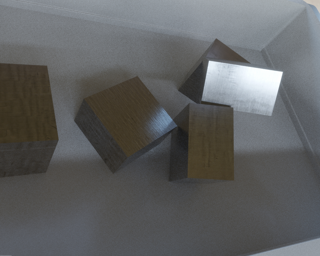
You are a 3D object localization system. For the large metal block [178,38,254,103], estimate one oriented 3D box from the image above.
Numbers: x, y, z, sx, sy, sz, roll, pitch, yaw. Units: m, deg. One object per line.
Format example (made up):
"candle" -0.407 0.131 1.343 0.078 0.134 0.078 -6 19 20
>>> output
"large metal block" 0.087 -0.071 0.463 0.080 0.080 0.050 34 51 -6

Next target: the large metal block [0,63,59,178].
"large metal block" -0.137 -0.005 0.300 0.050 0.080 0.080 -3 63 -30

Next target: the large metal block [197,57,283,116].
"large metal block" 0.092 -0.054 0.380 0.080 0.050 0.080 9 17 1

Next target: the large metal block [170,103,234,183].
"large metal block" 0.046 0.023 0.365 0.050 0.080 0.080 5 76 -11

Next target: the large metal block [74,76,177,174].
"large metal block" -0.041 -0.005 0.372 0.081 0.050 0.080 -31 80 -38
